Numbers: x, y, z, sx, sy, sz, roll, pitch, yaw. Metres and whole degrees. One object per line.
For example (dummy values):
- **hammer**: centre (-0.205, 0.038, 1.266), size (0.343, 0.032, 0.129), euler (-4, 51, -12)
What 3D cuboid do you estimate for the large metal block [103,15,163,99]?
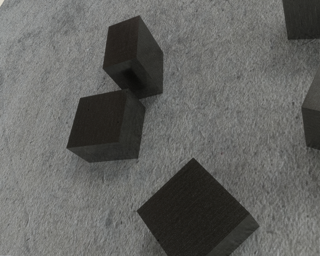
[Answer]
- **large metal block**: centre (-0.035, -0.098, 0.447), size (0.050, 0.080, 0.080), euler (-13, 57, 21)

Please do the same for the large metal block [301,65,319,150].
- **large metal block**: centre (0.181, -0.010, 0.280), size (0.080, 0.080, 0.050), euler (19, 72, 35)

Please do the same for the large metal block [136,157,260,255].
- **large metal block**: centre (0.038, 0.091, 0.312), size (0.080, 0.050, 0.080), euler (-43, 51, -2)

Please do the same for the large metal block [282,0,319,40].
- **large metal block**: centre (0.192, -0.151, 0.360), size (0.080, 0.080, 0.050), euler (7, 66, 31)

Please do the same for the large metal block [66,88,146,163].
- **large metal block**: centre (-0.071, -0.001, 0.426), size (0.080, 0.050, 0.080), euler (-8, 58, 24)
